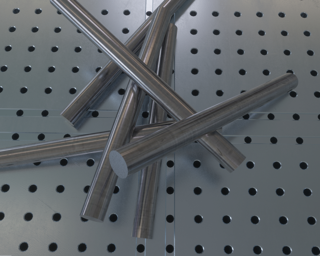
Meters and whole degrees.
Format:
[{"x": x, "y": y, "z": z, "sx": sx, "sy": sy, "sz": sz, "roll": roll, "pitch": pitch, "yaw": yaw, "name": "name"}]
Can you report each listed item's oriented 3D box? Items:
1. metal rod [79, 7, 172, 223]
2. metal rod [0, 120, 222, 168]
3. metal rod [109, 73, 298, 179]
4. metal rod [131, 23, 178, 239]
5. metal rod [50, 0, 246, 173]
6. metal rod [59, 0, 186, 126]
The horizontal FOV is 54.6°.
[{"x": -0.032, "y": -0.037, "z": 0.380, "sx": 0.025, "sy": 0.025, "sz": 0.300, "roll": 14, "pitch": 63, "yaw": 5, "name": "metal rod"}, {"x": -0.075, "y": 0.018, "z": 0.386, "sx": 0.301, "sy": 0.025, "sz": 0.025, "roll": -9, "pitch": 70, "yaw": 4, "name": "metal rod"}, {"x": 0.075, "y": -0.018, "z": 0.346, "sx": 0.302, "sy": 0.025, "sz": 0.025, "roll": -24, "pitch": 69, "yaw": -38, "name": "metal rod"}, {"x": -0.004, "y": -0.010, "z": 0.415, "sx": 0.025, "sy": 0.025, "sz": 0.299, "roll": 6, "pitch": 70, "yaw": 2, "name": "metal rod"}, {"x": -0.021, "y": -0.062, "z": 0.365, "sx": 0.300, "sy": 0.025, "sz": 0.025, "roll": 44, "pitch": 76, "yaw": 9, "name": "metal rod"}, {"x": -0.036, "y": -0.124, "z": 0.456, "sx": 0.025, "sy": 0.025, "sz": 0.300, "roll": 35, "pitch": 73, "yaw": 12, "name": "metal rod"}]
